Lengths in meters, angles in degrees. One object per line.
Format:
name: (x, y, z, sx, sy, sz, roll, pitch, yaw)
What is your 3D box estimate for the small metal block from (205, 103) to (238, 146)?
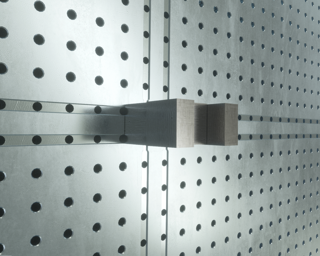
small metal block: (0.069, -0.004, 0.386, 0.025, 0.050, 0.050, 1, 89, -40)

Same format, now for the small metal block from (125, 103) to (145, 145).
small metal block: (-0.018, -0.005, 0.379, 0.025, 0.050, 0.050, 1, 90, -40)

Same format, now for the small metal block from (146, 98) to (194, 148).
small metal block: (0.010, -0.005, 0.337, 0.025, 0.050, 0.050, 1, 89, -40)

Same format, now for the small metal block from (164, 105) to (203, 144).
small metal block: (0.032, -0.004, 0.421, 0.025, 0.050, 0.050, -1, 91, -40)

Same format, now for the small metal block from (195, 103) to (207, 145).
small metal block: (0.030, -0.005, 0.372, 0.050, 0.025, 0.050, 1, 90, -40)
